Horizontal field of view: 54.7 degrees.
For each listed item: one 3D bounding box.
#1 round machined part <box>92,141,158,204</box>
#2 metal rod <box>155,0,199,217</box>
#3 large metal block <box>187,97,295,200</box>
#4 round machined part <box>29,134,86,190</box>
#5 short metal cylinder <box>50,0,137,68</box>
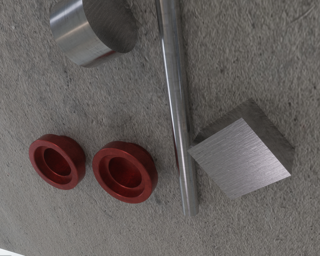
[{"bbox_3d":[-0.047,0.060,0.458,0.098,0.042,0.097,13,124,21],"label":"round machined part"},{"bbox_3d":[0.026,-0.008,0.388,0.025,0.025,0.298,6,121,25],"label":"metal rod"},{"bbox_3d":[0.093,0.026,0.357,0.080,0.050,0.080,48,129,-6],"label":"large metal block"},{"bbox_3d":[-0.164,0.051,0.514,0.098,0.042,0.097,13,124,21],"label":"round machined part"},{"bbox_3d":[-0.070,-0.112,0.339,0.050,0.080,0.080,-15,111,34],"label":"short metal cylinder"}]
